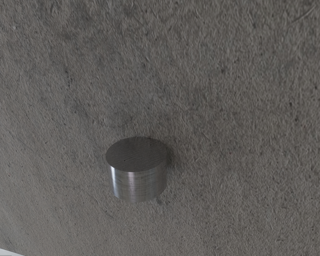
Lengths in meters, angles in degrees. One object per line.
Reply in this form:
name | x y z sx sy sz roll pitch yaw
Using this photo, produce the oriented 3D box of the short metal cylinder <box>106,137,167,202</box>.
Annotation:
short metal cylinder | -0.030 0.054 0.421 0.080 0.080 0.050 12 123 22
